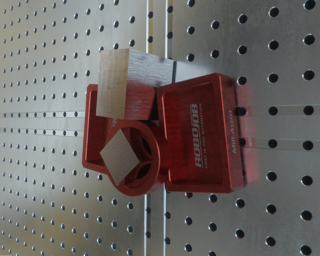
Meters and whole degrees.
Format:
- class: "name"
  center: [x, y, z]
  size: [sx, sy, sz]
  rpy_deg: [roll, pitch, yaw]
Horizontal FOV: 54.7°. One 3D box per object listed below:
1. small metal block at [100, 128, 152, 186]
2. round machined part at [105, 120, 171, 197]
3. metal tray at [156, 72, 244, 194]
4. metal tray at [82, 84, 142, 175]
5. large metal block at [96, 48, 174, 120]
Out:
- class: "small metal block"
  center: [-0.042, 0.035, 0.384]
  size: [0.050, 0.025, 0.050]
  rpy_deg: [-47, 62, 30]
- class: "round machined part"
  center: [-0.024, 0.036, 0.401]
  size: [0.098, 0.042, 0.097]
  rpy_deg: [0, 90, 40]
- class: "metal tray"
  center: [0.044, 0.009, 0.364]
  size: [0.090, 0.030, 0.129]
  rpy_deg: [-8, 85, 39]
- class: "metal tray"
  center: [-0.073, 0.002, 0.461]
  size: [0.090, 0.030, 0.129]
  rpy_deg: [8, 95, 39]
- class: "large metal block"
  center: [-0.031, -0.052, 0.394]
  size: [0.050, 0.081, 0.079]
  rpy_deg: [8, 95, 40]
